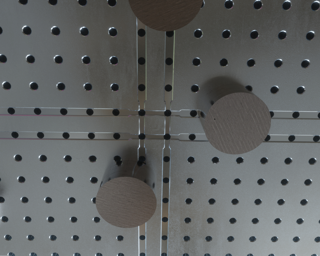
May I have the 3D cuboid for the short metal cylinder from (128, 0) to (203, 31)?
[{"bbox_3d":[0.006,-0.151,0.345,0.081,0.050,0.079,0,110,-1],"label":"short metal cylinder"}]

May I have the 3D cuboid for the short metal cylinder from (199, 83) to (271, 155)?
[{"bbox_3d":[0.094,-0.013,0.397,0.081,0.050,0.079,0,110,-1],"label":"short metal cylinder"}]

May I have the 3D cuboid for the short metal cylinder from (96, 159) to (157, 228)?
[{"bbox_3d":[-0.045,0.091,0.433,0.081,0.050,0.079,0,110,-1],"label":"short metal cylinder"}]
